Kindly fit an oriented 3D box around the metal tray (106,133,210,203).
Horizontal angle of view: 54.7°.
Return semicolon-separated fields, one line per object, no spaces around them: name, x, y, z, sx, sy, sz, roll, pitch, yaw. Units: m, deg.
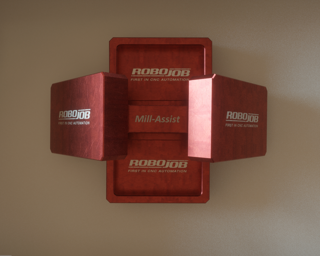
metal tray;-0.002;0.050;0.405;0.131;0.030;0.089;0;90;-1

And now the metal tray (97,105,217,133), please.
metal tray;-0.003;-0.010;0.377;0.131;0.090;0.030;0;90;-1

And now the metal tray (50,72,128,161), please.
metal tray;-0.088;-0.012;0.363;0.030;0.130;0.089;1;90;-42

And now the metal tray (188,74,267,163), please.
metal tray;0.084;-0.009;0.364;0.030;0.131;0.089;1;90;42

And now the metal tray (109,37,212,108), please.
metal tray;0.001;-0.070;0.407;0.131;0.030;0.089;0;91;-1
